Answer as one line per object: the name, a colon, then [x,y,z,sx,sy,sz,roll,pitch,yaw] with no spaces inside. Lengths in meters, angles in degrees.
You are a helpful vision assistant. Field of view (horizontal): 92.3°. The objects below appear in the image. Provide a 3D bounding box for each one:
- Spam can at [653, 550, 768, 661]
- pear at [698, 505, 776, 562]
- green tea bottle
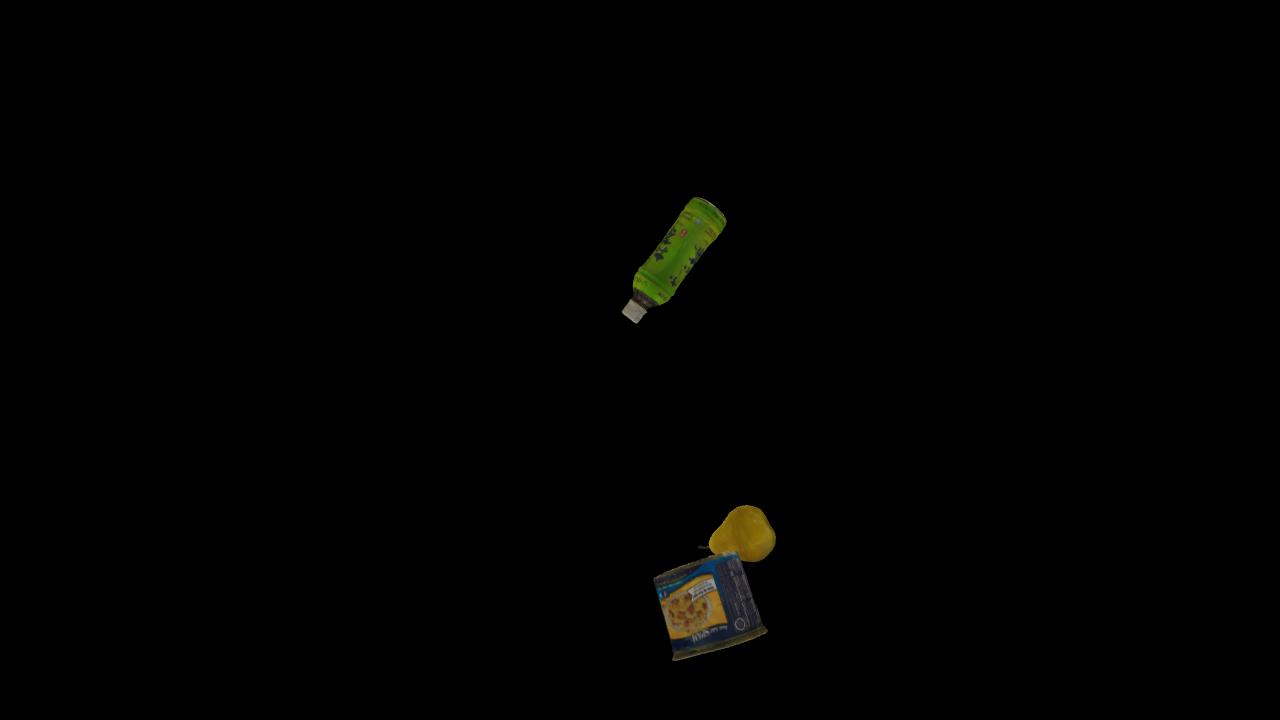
Spam can: [0.069,0.253,0.637,0.101,0.085,0.058,-33,-26,32]
pear: [0.138,0.262,0.889,0.111,0.080,0.080,-32,-5,8]
green tea bottle: [0.047,-0.148,0.950,0.073,0.212,0.073,36,0,0]
